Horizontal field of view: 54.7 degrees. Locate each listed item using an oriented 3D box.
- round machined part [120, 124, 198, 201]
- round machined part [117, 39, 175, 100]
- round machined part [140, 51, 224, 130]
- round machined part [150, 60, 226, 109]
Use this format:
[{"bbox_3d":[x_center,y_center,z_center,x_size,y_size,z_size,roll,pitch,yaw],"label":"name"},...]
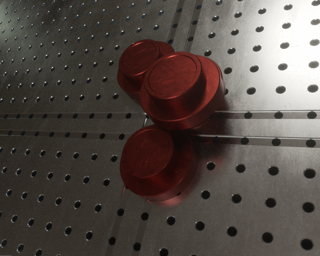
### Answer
[{"bbox_3d":[-0.007,0.036,0.378,0.098,0.042,0.098,-13,56,20],"label":"round machined part"},{"bbox_3d":[-0.023,-0.094,0.465,0.098,0.042,0.098,-13,56,20],"label":"round machined part"},{"bbox_3d":[0.021,-0.050,0.359,0.098,0.042,0.098,-12,55,18],"label":"round machined part"},{"bbox_3d":[0.036,-0.043,0.401,0.098,0.042,0.098,-12,55,18],"label":"round machined part"}]
